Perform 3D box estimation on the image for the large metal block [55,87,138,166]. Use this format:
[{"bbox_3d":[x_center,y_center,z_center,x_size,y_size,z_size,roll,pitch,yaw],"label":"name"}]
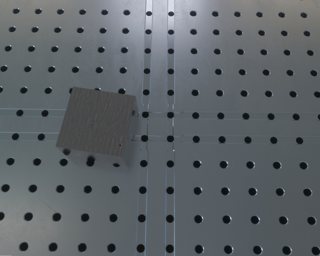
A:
[{"bbox_3d":[-0.076,-0.001,0.398,0.080,0.050,0.080,9,70,3],"label":"large metal block"}]
